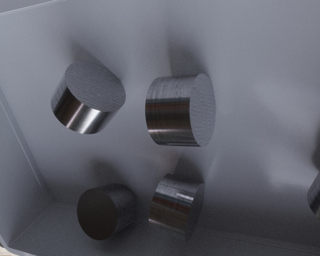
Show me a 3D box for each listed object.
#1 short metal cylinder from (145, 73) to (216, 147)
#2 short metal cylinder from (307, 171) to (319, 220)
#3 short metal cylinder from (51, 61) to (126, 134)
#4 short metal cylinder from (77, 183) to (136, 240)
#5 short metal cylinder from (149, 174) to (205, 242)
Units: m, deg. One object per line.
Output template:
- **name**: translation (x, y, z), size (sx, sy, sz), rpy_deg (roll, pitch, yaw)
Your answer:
- **short metal cylinder**: translation (0.026, -0.019, 0.348), size (0.050, 0.080, 0.080), rpy_deg (0, 119, 28)
- **short metal cylinder**: translation (0.198, 0.066, 0.309), size (0.080, 0.080, 0.050), rpy_deg (21, 126, 16)
- **short metal cylinder**: translation (-0.091, -0.039, 0.397), size (0.080, 0.080, 0.050), rpy_deg (43, 129, -2)
- **short metal cylinder**: translation (-0.086, 0.133, 0.500), size (0.080, 0.050, 0.080), rpy_deg (0, 90, 29)
- **short metal cylinder**: translation (0.025, 0.108, 0.427), size (0.050, 0.080, 0.079), rpy_deg (14, 124, 21)
